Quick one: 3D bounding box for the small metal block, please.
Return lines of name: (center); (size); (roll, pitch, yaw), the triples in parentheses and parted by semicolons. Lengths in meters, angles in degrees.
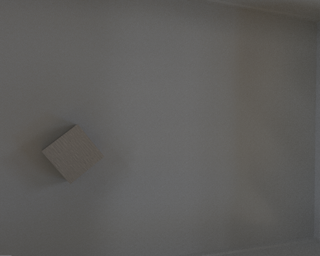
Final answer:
small metal block: (-0.104, 0.030, 0.372); (0.050, 0.025, 0.050); (-40, 103, -16)
